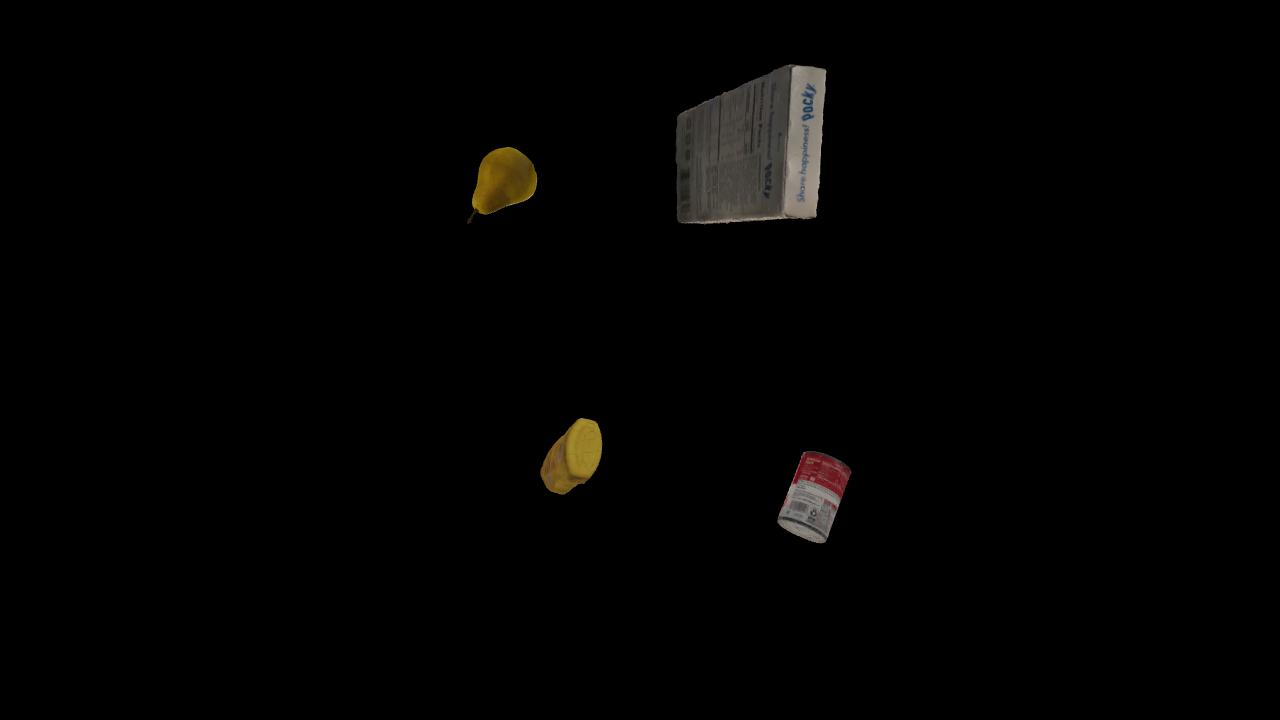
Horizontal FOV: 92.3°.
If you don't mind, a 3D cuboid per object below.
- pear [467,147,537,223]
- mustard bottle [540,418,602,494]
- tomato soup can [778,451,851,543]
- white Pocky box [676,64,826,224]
[{"bbox_3d":[-0.184,-0.220,0.787,0.080,0.111,0.080,23,-32,15],"label":"pear"},{"bbox_3d":[-0.114,0.157,0.942,0.054,0.092,0.184,10,-27,-22],"label":"mustard bottle"},{"bbox_3d":[0.230,0.181,0.810,0.068,0.101,0.068,24,-22,10],"label":"tomato soup can"},{"bbox_3d":[0.065,-0.135,0.413,0.028,0.084,0.154,-4,12,-20],"label":"white Pocky box"}]
